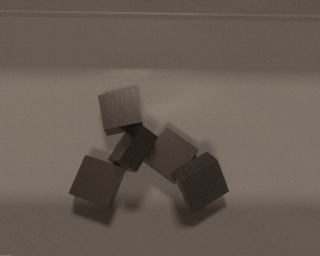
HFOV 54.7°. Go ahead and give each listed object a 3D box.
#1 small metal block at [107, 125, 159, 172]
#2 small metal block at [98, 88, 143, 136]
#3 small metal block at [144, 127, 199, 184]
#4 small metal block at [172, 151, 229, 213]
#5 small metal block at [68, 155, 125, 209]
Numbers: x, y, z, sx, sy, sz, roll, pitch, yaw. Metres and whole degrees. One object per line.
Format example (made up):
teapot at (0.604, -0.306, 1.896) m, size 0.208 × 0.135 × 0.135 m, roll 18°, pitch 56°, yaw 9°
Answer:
small metal block at (-0.034, 0.026, 0.383) m, size 0.025 × 0.050 × 0.050 m, roll 38°, pitch 71°, yaw -17°
small metal block at (-0.053, -0.021, 0.417) m, size 0.050 × 0.025 × 0.050 m, roll -12°, pitch 71°, yaw -5°
small metal block at (0.013, 0.036, 0.397) m, size 0.050 × 0.025 × 0.050 m, roll 35°, pitch 73°, yaw 11°
small metal block at (0.049, 0.065, 0.372) m, size 0.050 × 0.025 × 0.050 m, roll -29°, pitch 117°, yaw -10°
small metal block at (-0.077, 0.067, 0.384) m, size 0.050 × 0.025 × 0.050 m, roll 18°, pitch 71°, yaw 6°
